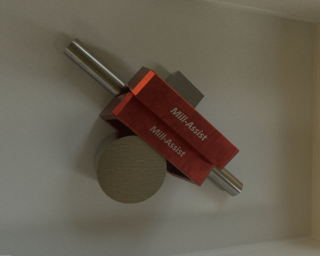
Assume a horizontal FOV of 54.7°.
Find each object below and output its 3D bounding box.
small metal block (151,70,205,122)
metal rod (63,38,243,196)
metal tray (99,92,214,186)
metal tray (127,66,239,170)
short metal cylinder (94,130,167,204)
[{"bbox_3d":[0.023,-0.041,0.418,0.050,0.025,0.050,42,76,-16],"label":"small metal block"},{"bbox_3d":[0.002,-0.005,0.412,0.300,0.025,0.025,41,77,-16],"label":"metal rod"},{"bbox_3d":[-0.007,0.014,0.373,0.130,0.090,0.030,41,77,-16],"label":"metal tray"},{"bbox_3d":[0.023,-0.014,0.357,0.130,0.090,0.030,41,94,-16],"label":"metal tray"},{"bbox_3d":[-0.037,0.045,0.377,0.081,0.050,0.079,-2,98,-15],"label":"short metal cylinder"}]
